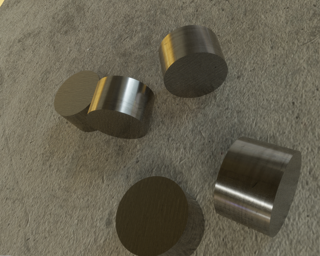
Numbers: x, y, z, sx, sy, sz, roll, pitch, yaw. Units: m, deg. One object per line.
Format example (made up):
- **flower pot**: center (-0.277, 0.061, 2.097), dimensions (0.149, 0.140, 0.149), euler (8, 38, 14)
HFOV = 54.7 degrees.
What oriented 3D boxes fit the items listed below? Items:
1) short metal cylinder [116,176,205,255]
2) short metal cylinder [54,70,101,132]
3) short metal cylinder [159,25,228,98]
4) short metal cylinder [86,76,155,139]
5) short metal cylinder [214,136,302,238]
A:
- **short metal cylinder**: center (0.001, 0.097, 0.328), dimensions (0.080, 0.050, 0.080), euler (-13, 56, 21)
- **short metal cylinder**: center (-0.112, -0.040, 0.472), dimensions (0.080, 0.050, 0.080), euler (-13, 56, 21)
- **short metal cylinder**: center (0.041, -0.083, 0.398), dimensions (0.080, 0.080, 0.050), euler (-20, 54, 16)
- **short metal cylinder**: center (-0.051, -0.025, 0.411), dimensions (0.080, 0.080, 0.050), euler (-3, 61, 27)
- **short metal cylinder**: center (0.092, 0.053, 0.288), dimensions (0.050, 0.080, 0.080), euler (17, 70, 34)
